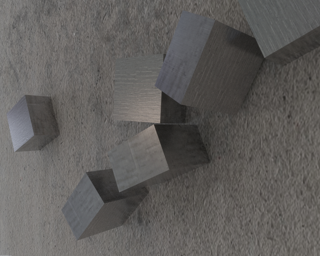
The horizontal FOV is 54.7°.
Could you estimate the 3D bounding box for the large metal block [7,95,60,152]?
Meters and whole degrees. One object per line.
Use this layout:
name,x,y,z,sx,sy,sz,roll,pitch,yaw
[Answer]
large metal block,-0.243,-0.007,0.589,0.080,0.050,0.080,-30,71,36

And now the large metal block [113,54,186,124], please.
large metal block,-0.012,-0.048,0.399,0.080,0.050,0.079,5,93,40

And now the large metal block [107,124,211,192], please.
large metal block,-0.001,0.035,0.370,0.080,0.081,0.050,-30,71,36

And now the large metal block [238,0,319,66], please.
large metal block,0.126,-0.115,0.285,0.080,0.050,0.080,-29,72,36

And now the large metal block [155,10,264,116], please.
large metal block,0.053,-0.064,0.319,0.050,0.081,0.079,42,116,48

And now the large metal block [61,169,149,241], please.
large metal block,-0.076,0.102,0.432,0.050,0.081,0.080,51,120,28
